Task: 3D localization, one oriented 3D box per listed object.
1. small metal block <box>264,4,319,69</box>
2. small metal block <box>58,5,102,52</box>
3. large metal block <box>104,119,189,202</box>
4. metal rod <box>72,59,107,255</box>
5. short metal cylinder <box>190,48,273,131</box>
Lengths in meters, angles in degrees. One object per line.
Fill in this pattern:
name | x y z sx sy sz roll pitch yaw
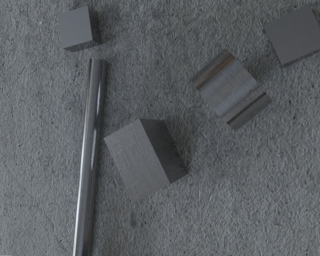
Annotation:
small metal block | 0.154 -0.103 0.355 0.050 0.025 0.050 -23 83 18
small metal block | -0.116 -0.142 0.448 0.050 0.025 0.050 -9 87 19
large metal block | -0.014 0.036 0.384 0.050 0.080 0.080 -29 81 17
metal rod | -0.102 0.053 0.443 0.025 0.025 0.298 6 92 19
short metal cylinder | 0.080 -0.043 0.351 0.050 0.080 0.080 -41 77 15
